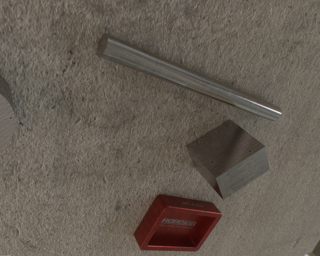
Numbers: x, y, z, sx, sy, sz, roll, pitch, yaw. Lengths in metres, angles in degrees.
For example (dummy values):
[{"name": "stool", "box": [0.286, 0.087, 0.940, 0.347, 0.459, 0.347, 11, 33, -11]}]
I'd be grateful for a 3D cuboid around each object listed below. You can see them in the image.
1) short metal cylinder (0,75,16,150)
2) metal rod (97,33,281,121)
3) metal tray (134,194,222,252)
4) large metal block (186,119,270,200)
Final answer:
[{"name": "short metal cylinder", "box": [-0.178, -0.016, 0.284, 0.081, 0.050, 0.079, -14, 124, -21]}, {"name": "metal rod", "box": [0.061, -0.055, 0.406, 0.302, 0.025, 0.025, 15, 111, -34]}, {"name": "metal tray", "box": [0.032, 0.163, 0.522, 0.131, 0.030, 0.090, 18, 109, -35]}, {"name": "large metal block", "box": [0.098, 0.043, 0.452, 0.080, 0.080, 0.050, -31, 129, -9]}]
